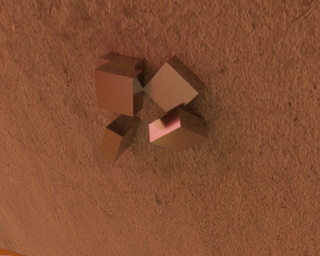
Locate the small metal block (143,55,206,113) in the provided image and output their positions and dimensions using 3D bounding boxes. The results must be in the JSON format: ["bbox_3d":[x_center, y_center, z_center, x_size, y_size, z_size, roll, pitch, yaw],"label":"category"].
[{"bbox_3d":[0.016,-0.049,0.368,0.050,0.025,0.050,44,129,-3],"label":"small metal block"}]

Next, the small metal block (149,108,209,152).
[{"bbox_3d":[0.023,0.004,0.380,0.050,0.025,0.050,22,142,-40],"label":"small metal block"}]

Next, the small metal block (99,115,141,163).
[{"bbox_3d":[-0.055,0.011,0.427,0.025,0.050,0.050,30,128,9],"label":"small metal block"}]

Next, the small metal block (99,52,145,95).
[{"bbox_3d":[-0.048,-0.064,0.392,0.050,0.025,0.050,16,125,19],"label":"small metal block"}]

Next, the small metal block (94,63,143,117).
[{"bbox_3d":[-0.048,-0.046,0.372,0.050,0.025,0.050,15,125,19],"label":"small metal block"}]
